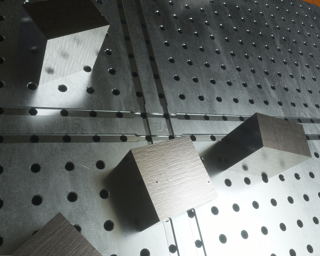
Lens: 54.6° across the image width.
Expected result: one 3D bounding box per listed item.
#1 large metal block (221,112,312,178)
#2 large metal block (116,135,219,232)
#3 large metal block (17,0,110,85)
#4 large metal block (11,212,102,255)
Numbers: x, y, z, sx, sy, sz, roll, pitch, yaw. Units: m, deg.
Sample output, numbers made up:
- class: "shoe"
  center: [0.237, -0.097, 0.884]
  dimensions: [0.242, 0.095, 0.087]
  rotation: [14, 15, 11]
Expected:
- class: "large metal block"
  center: [0.145, 0.028, 0.433]
  dimensions: [0.081, 0.080, 0.050]
  rotation: [12, 57, -22]
- class: "large metal block"
  center: [0.007, 0.062, 0.358]
  dimensions: [0.081, 0.050, 0.080]
  rotation: [-12, 68, -33]
- class: "large metal block"
  center: [-0.118, -0.106, 0.374]
  dimensions: [0.081, 0.080, 0.050]
  rotation: [-30, 79, -38]
- class: "large metal block"
  center: [-0.092, 0.134, 0.261]
  dimensions: [0.080, 0.050, 0.080]
  rotation: [45, 51, 3]
